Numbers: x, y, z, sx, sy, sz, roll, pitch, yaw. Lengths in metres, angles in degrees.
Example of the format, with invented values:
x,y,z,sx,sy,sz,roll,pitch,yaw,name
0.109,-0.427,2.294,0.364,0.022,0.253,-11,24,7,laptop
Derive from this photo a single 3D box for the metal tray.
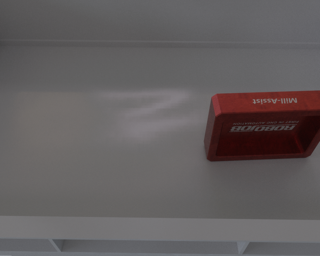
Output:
x,y,z,sx,sy,sz,roll,pitch,yaw,name
0.122,0.000,0.363,0.131,0.090,0.030,-2,50,-2,metal tray
